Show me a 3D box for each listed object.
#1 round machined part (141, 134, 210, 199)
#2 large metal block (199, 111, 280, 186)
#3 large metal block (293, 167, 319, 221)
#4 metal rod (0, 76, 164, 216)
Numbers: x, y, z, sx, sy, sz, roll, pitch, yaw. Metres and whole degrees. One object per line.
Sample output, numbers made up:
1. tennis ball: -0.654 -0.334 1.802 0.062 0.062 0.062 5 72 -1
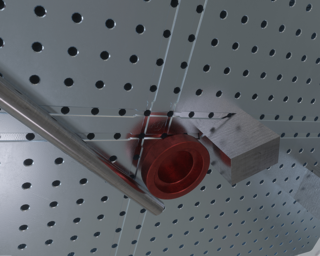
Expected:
1. round machined part: 0.018 0.050 0.442 0.099 0.042 0.097 -14 124 -21
2. large metal block: 0.114 0.026 0.454 0.081 0.080 0.050 -22 127 -15
3. large metal block: 0.342 0.139 0.649 0.050 0.080 0.079 -3 120 -27
4. metal rod: -0.084 0.042 0.391 0.025 0.025 0.300 -43 130 1
